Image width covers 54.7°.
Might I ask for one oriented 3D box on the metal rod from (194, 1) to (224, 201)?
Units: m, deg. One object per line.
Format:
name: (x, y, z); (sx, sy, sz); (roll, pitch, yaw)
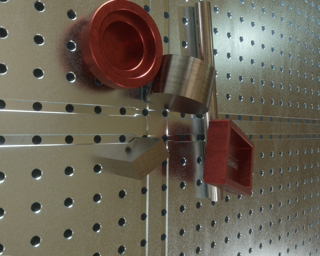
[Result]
metal rod: (0.075, -0.037, 0.474); (0.025, 0.025, 0.298); (-8, 95, -40)

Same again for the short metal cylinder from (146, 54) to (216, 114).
short metal cylinder: (0.028, -0.054, 0.399); (0.080, 0.080, 0.050); (22, 76, -38)

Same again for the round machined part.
round machined part: (-0.047, -0.093, 0.360); (0.099, 0.042, 0.097); (0, 90, -40)

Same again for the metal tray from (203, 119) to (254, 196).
metal tray: (0.109, 0.048, 0.469); (0.130, 0.030, 0.090); (31, 62, -53)

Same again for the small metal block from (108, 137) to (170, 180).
small metal block: (-0.025, 0.035, 0.374); (0.050, 0.050, 0.025); (-37, 113, -34)
